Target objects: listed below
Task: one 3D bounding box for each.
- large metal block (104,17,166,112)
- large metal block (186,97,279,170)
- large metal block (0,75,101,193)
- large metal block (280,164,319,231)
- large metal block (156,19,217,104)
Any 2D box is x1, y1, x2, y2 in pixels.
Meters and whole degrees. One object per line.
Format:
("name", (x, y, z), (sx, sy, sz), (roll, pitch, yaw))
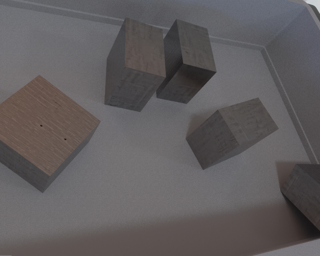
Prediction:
("large metal block", (-0.034, -0.079, 0.401), (0.050, 0.080, 0.080), (11, 57, -23))
("large metal block", (0.096, 0.008, 0.419), (0.081, 0.080, 0.050), (-17, 71, -35))
("large metal block", (-0.123, 0.005, 0.321), (0.080, 0.050, 0.080), (38, 51, -3))
("large metal block", (0.238, 0.096, 0.440), (0.081, 0.050, 0.080), (4, 29, -27))
("large metal block", (0.032, -0.093, 0.446), (0.050, 0.080, 0.080), (9, 58, -24))
